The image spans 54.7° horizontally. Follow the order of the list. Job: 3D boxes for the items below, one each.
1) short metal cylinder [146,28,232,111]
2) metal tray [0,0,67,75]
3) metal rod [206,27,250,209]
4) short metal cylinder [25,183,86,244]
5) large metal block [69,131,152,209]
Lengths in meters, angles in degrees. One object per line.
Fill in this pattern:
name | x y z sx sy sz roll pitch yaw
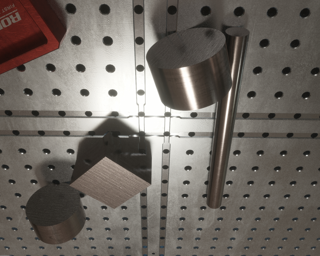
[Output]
short metal cylinder | 0.031 -0.063 0.323 0.080 0.080 0.050 -12 129 10
metal tray | -0.177 -0.103 0.317 0.130 0.030 0.090 -19 128 15
metal rod | 0.086 0.012 0.423 0.025 0.025 0.298 -2 130 1
short metal cylinder | -0.162 0.133 0.486 0.081 0.080 0.050 -1 130 0
large metal block | -0.069 0.063 0.448 0.080 0.050 0.080 37 121 -28
